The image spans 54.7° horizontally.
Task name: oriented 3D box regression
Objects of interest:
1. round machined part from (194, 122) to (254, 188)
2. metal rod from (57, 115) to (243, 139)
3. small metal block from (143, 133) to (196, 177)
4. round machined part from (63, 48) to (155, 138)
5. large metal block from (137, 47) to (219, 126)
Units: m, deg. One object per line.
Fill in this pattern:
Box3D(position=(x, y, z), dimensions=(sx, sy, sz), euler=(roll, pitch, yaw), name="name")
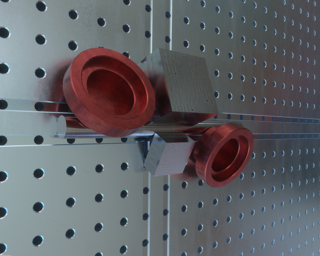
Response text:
Box3D(position=(0.089, 0.036, 0.457), dimensions=(0.099, 0.042, 0.097), euler=(-21, 127, -29), name="round machined part")
Box3D(position=(0.013, 0.000, 0.421), dimensions=(0.302, 0.025, 0.025), euler=(0, 90, -40), name="metal rod")
Box3D(position=(0.012, 0.034, 0.407), dimensions=(0.050, 0.025, 0.050), euler=(1, 118, -40), name="small metal block")
Box3D(position=(-0.057, -0.034, 0.334), dimensions=(0.099, 0.042, 0.098), euler=(21, 52, -29), name="round machined part")
Box3D(position=(0.021, -0.048, 0.396), dimensions=(0.081, 0.050, 0.080), euler=(1, 71, -40), name="large metal block")
